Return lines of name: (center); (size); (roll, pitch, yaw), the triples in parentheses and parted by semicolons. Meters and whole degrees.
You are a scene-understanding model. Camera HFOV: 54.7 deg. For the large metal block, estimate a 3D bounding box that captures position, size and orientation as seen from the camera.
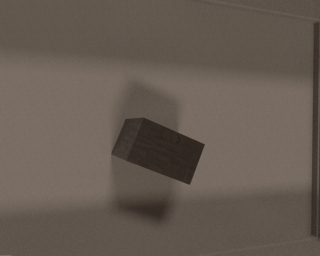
large metal block: (-0.006, 0.027, 0.380); (0.080, 0.080, 0.050); (24, 82, -19)
